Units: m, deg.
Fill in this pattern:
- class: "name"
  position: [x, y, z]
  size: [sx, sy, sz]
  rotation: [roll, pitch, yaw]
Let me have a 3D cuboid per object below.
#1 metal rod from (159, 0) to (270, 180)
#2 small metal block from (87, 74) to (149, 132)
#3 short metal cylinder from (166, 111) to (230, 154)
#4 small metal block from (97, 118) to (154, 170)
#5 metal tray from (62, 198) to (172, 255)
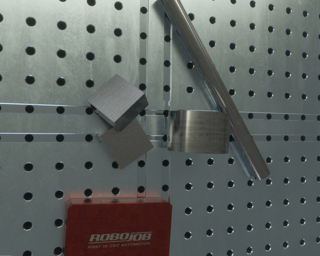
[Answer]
- class: "metal rod"
  position: [0.082, -0.055, 0.444]
  size: [0.025, 0.025, 0.299]
  rotation: [-34, 101, -17]
- class: "small metal block"
  position: [-0.051, -0.031, 0.380]
  size: [0.050, 0.025, 0.050]
  rotation: [37, 74, 25]
- class: "short metal cylinder"
  position: [0.050, 0.005, 0.403]
  size: [0.081, 0.080, 0.050]
  rotation: [3, 89, -20]
- class: "small metal block"
  position: [-0.045, 0.017, 0.397]
  size: [0.050, 0.025, 0.050]
  rotation: [-34, 102, -17]
- class: "metal tray"
  position: [-0.053, 0.136, 0.392]
  size: [0.131, 0.030, 0.089]
  rotation: [4, 89, -20]
